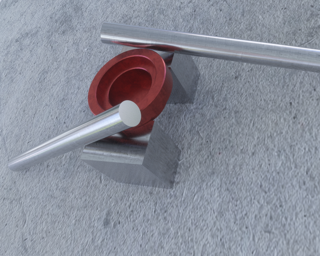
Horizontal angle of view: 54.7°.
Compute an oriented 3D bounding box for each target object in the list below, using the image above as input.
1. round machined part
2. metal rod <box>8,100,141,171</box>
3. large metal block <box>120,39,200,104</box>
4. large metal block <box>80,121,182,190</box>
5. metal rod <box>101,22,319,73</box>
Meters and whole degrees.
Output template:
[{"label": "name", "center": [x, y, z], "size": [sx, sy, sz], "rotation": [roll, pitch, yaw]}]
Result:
[{"label": "round machined part", "center": [-0.030, -0.040, 0.358], "size": [0.098, 0.042, 0.098], "rotation": [-13, 56, 20]}, {"label": "metal rod", "center": [-0.127, 0.022, 0.386], "size": [0.299, 0.025, 0.025], "rotation": [-19, 51, 45]}, {"label": "large metal block", "center": [-0.001, -0.074, 0.414], "size": [0.080, 0.080, 0.050], "rotation": [1, 63, 28]}, {"label": "large metal block", "center": [-0.030, 0.032, 0.365], "size": [0.080, 0.080, 0.050], "rotation": [1, 63, 28]}, {"label": "metal rod", "center": [0.081, -0.088, 0.347], "size": [0.302, 0.025, 0.025], "rotation": [10, 65, 8]}]
